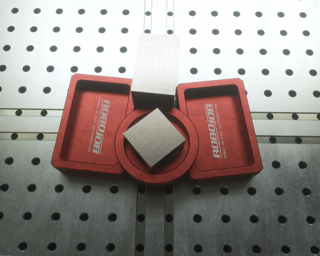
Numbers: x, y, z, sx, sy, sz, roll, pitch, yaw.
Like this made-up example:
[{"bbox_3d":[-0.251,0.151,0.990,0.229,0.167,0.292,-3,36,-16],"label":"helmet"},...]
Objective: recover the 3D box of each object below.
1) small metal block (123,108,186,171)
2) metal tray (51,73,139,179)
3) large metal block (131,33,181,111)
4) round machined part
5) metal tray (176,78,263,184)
[{"bbox_3d":[-0.006,0.014,0.358,0.050,0.025,0.050,-38,74,-13],"label":"small metal block"},{"bbox_3d":[-0.080,-0.004,0.406,0.091,0.030,0.130,6,70,2],"label":"metal tray"},{"bbox_3d":[-0.004,-0.063,0.402,0.050,0.080,0.080,6,70,2],"label":"large metal block"},{"bbox_3d":[-0.004,0.023,0.380,0.099,0.042,0.098,0,70,0],"label":"round machined part"},{"bbox_3d":[0.073,0.002,0.405,0.091,0.030,0.130,-6,70,-3],"label":"metal tray"}]
